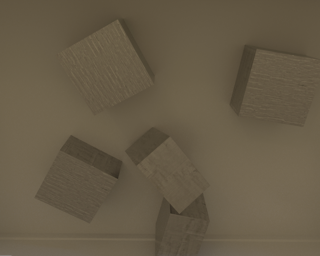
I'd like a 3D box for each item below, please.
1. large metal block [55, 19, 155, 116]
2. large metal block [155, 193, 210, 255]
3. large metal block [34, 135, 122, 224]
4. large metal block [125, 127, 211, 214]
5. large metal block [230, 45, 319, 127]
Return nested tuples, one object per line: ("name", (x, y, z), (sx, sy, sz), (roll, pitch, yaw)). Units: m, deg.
("large metal block", (-0.061, -0.074, 0.370), (0.080, 0.050, 0.080), (-27, 108, 9))
("large metal block", (0.027, 0.132, 0.431), (0.050, 0.080, 0.079), (13, 110, -5))
("large metal block", (-0.109, 0.069, 0.422), (0.080, 0.050, 0.080), (29, 107, -10))
("large metal block", (0.006, 0.050, 0.394), (0.050, 0.080, 0.080), (-41, 106, -7))
("large metal block", (0.139, -0.053, 0.380), (0.081, 0.050, 0.079), (9, 110, -4))
